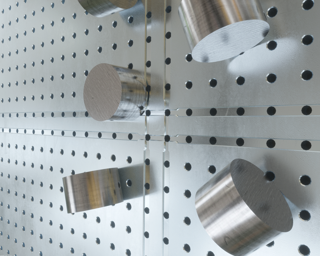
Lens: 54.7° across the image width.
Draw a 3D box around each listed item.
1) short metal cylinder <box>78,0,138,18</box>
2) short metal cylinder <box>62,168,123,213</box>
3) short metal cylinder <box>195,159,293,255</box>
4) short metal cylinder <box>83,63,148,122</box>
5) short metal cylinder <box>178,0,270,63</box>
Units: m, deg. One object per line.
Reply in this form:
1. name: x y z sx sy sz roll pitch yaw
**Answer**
1. short metal cylinder: -0.074 -0.201 0.432 0.050 0.081 0.079 -1 90 40
2. short metal cylinder: -0.097 0.090 0.451 0.080 0.081 0.050 -18 78 38
3. short metal cylinder: 0.082 0.077 0.305 0.050 0.081 0.080 -48 62 29
4. short metal cylinder: -0.064 -0.049 0.444 0.080 0.050 0.079 0 90 39
5. short metal cylinder: 0.064 -0.109 0.319 0.080 0.081 0.050 -25 75 37
